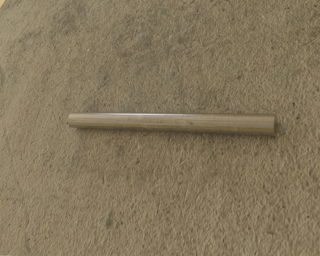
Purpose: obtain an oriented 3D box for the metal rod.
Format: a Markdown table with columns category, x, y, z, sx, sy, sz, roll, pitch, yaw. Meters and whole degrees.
| category | x | y | z | sx | sy | sz | roll | pitch | yaw |
| --- | --- | --- | --- | --- | --- | --- | --- | --- | --- |
| metal rod | -0.004 | -0.008 | 0.413 | 0.300 | 0.025 | 0.025 | 2 | 63 | 29 |
